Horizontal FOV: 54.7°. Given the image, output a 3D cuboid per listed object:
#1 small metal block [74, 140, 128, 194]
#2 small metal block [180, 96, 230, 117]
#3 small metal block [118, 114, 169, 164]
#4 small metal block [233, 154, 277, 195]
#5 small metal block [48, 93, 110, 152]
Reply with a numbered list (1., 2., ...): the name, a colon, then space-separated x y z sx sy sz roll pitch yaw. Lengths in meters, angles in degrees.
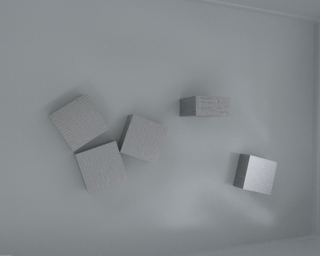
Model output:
1. small metal block: -0.073 0.047 0.384 0.050 0.025 0.050 -19 97 -19
2. small metal block: 0.060 -0.028 0.421 0.050 0.050 0.025 0 90 -20
3. small metal block: -0.023 0.014 0.403 0.050 0.025 0.050 21 83 -19
4. small metal block: 0.143 0.069 0.465 0.050 0.025 0.050 15 85 -20
5. small metal block: -0.098 -0.007 0.375 0.050 0.025 0.050 -35 102 -17
